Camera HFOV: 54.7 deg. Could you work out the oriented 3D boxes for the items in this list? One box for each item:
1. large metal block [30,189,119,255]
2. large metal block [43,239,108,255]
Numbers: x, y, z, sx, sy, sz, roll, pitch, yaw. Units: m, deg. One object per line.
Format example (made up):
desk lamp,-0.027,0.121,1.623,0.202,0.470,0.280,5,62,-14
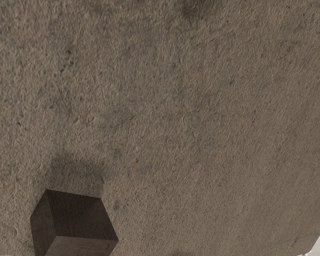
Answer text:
large metal block,-0.110,0.128,0.392,0.080,0.080,0.050,21,107,-36
large metal block,-0.129,0.212,0.452,0.081,0.050,0.079,12,112,-34
